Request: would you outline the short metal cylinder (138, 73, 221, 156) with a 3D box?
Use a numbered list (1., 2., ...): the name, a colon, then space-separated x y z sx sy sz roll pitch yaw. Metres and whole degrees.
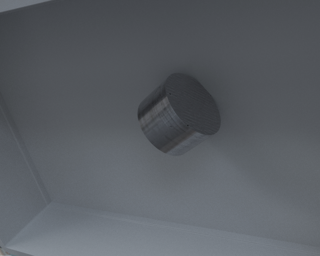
1. short metal cylinder: 0.022 -0.015 0.351 0.080 0.080 0.050 47 129 -5
